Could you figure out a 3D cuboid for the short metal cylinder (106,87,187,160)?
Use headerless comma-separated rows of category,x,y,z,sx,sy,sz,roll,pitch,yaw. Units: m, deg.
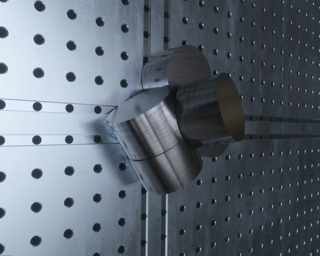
short metal cylinder,-0.015,-0.006,0.363,0.080,0.080,0.050,-41,116,-32

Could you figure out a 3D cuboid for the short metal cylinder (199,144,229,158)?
short metal cylinder,0.057,0.001,0.442,0.081,0.050,0.079,0,90,-40

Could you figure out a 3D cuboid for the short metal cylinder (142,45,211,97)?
short metal cylinder,0.023,-0.066,0.413,0.081,0.050,0.079,0,90,-40

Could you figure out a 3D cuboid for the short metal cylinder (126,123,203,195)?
short metal cylinder,0.006,0.036,0.380,0.080,0.080,0.050,-41,116,-32

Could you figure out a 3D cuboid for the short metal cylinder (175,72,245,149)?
short metal cylinder,0.060,-0.019,0.362,0.080,0.050,0.080,28,55,-51
